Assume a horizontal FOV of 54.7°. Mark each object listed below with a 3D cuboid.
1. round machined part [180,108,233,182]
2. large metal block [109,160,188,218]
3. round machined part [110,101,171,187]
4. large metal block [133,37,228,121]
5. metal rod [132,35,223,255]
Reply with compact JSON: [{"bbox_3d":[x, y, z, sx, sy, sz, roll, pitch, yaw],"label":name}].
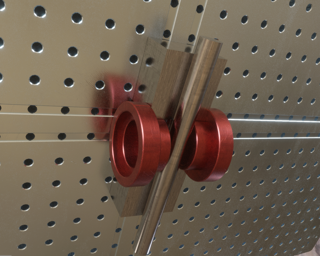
[{"bbox_3d":[0.048,0.021,0.402,0.042,0.098,0.097,4,117,-25],"label":"round machined part"},{"bbox_3d":[-0.017,0.072,0.430,0.081,0.050,0.079,3,117,-30],"label":"large metal block"},{"bbox_3d":[-0.022,0.018,0.362,0.042,0.098,0.097,2,118,-29],"label":"round machined part"},{"bbox_3d":[0.022,-0.057,0.371,0.081,0.050,0.079,2,118,-30],"label":"large metal block"},{"bbox_3d":[0.013,0.039,0.378,0.025,0.025,0.298,3,117,-30],"label":"metal rod"}]
